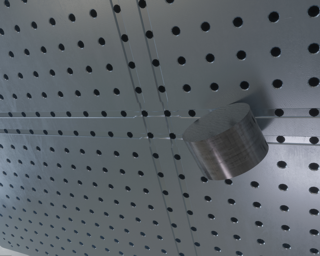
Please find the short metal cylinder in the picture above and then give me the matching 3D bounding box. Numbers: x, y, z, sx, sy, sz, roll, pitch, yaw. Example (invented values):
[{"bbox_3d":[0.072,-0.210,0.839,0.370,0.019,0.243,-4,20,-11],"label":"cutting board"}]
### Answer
[{"bbox_3d":[0.072,0.014,0.346,0.080,0.080,0.050,-19,108,35],"label":"short metal cylinder"}]
